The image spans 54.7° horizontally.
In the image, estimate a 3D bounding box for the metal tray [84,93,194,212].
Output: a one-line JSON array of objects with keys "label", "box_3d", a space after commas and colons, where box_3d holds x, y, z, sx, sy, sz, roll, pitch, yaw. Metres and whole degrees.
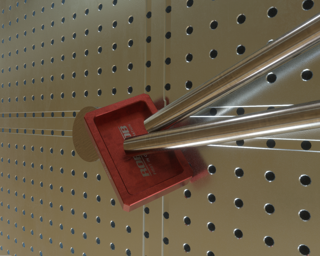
[{"label": "metal tray", "box_3d": [-0.029, 0.026, 0.388, 0.130, 0.091, 0.030, 60, 159, 22]}]

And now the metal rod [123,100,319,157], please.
[{"label": "metal rod", "box_3d": [0.090, -0.002, 0.306, 0.300, 0.025, 0.025, -11, 83, 30]}]

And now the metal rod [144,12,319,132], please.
[{"label": "metal rod", "box_3d": [0.101, -0.066, 0.307, 0.299, 0.025, 0.025, -30, 72, 30]}]

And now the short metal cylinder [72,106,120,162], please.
[{"label": "short metal cylinder", "box_3d": [-0.085, 0.009, 0.461, 0.080, 0.050, 0.079, 0, 90, 39]}]
